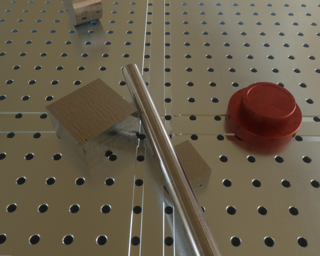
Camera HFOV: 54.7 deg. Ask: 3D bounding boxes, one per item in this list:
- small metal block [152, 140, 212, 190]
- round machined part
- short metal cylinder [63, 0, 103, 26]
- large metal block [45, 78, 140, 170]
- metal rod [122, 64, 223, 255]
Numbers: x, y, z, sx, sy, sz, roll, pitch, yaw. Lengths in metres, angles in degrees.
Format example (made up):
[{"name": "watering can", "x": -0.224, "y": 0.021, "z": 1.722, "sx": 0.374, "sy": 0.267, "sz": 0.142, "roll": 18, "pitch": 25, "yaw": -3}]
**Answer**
[{"name": "small metal block", "x": 0.025, "y": 0.048, "z": 0.367, "sx": 0.050, "sy": 0.025, "sz": 0.050, "roll": -23, "pitch": 54, "yaw": -19}, {"name": "round machined part", "x": 0.142, "y": -0.025, "z": 0.419, "sx": 0.099, "sy": 0.042, "sz": 0.098, "roll": 0, "pitch": 50, "yaw": 0}, {"name": "short metal cylinder", "x": -0.145, "y": -0.235, "z": 0.567, "sx": 0.050, "sy": 0.080, "sz": 0.080, "roll": -23, "pitch": 54, "yaw": -18}, {"name": "large metal block", "x": -0.084, "y": -0.008, "z": 0.397, "sx": 0.080, "sy": 0.050, "sz": 0.080, "roll": -35, "pitch": 59, "yaw": -26}, {"name": "metal rod", "x": 0.005, "y": 0.027, "z": 0.352, "sx": 0.025, "sy": 0.025, "sz": 0.300, "roll": -14, "pitch": 51, "yaw": -12}]
